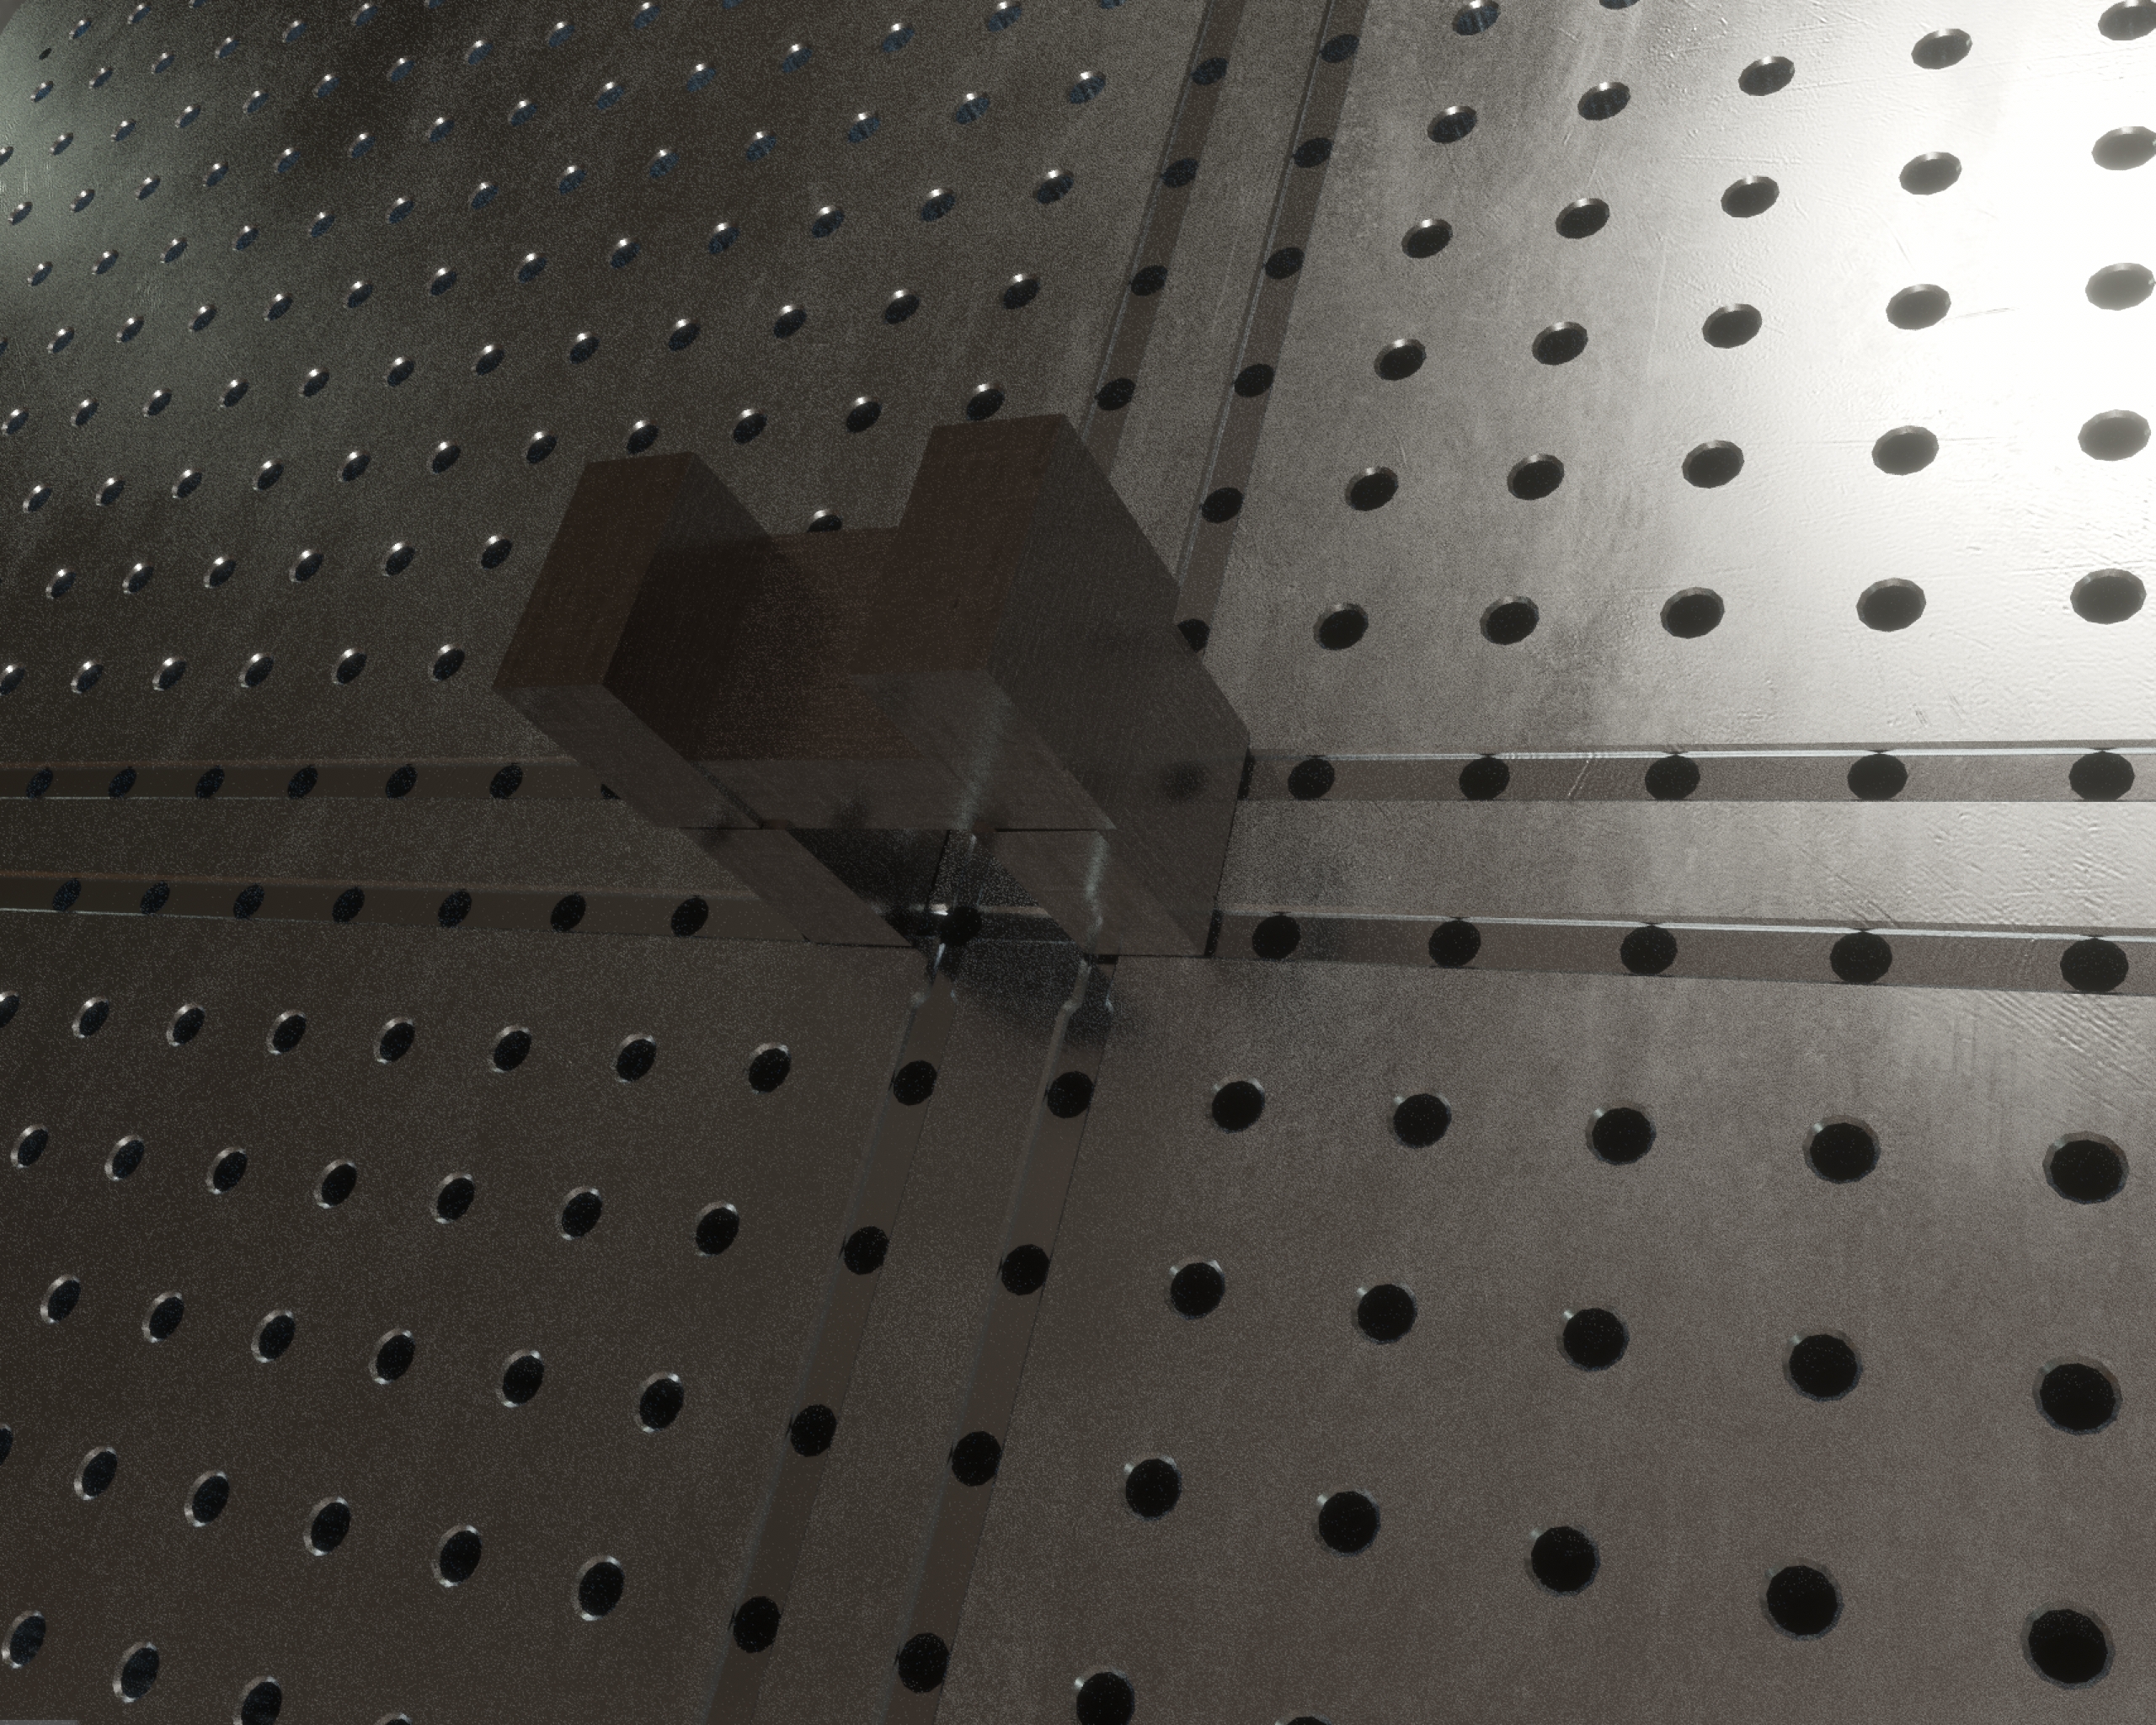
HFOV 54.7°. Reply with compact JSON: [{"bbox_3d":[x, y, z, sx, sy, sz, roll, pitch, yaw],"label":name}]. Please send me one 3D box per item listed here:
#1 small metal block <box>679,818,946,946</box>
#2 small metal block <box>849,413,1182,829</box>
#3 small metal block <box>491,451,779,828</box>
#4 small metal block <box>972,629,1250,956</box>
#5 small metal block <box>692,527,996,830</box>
[{"bbox_3d":[-0.050,-0.017,0.426,0.025,0.050,0.050,1,62,28],"label":"small metal block"},{"bbox_3d":[-0.009,-0.040,0.354,0.025,0.050,0.050,1,62,29],"label":"small metal block"},{"bbox_3d":[-0.075,-0.040,0.389,0.025,0.050,0.050,1,62,29],"label":"small metal block"},{"bbox_3d":[0.008,-0.016,0.396,0.025,0.050,0.050,-1,62,28],"label":"small metal block"},{"bbox_3d":[-0.036,-0.034,0.383,0.050,0.025,0.050,1,62,28],"label":"small metal block"}]
